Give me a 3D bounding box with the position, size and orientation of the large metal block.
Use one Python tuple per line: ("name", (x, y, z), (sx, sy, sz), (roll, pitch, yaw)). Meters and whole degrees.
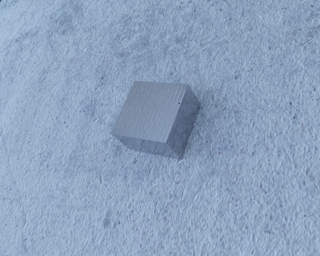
("large metal block", (-0.003, -0.011, 0.397), (0.080, 0.050, 0.080), (8, 66, 31))
